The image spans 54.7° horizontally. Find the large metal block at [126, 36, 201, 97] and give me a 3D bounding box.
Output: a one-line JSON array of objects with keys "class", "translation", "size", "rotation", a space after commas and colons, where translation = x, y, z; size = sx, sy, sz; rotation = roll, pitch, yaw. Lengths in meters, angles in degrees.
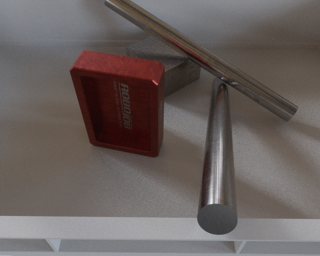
[{"class": "large metal block", "translation": [0.006, -0.099, 0.472], "size": [0.081, 0.050, 0.080], "rotation": [-32, 57, -24]}]

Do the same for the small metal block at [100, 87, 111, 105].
[{"class": "small metal block", "translation": [-0.065, -0.029, 0.413], "size": [0.050, 0.050, 0.025], "rotation": [6, 51, 5]}]

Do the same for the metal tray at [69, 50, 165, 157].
[{"class": "metal tray", "translation": [-0.043, -0.022, 0.355], "size": [0.090, 0.129, 0.030], "rotation": [10, 51, 8]}]

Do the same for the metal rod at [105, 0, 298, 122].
[{"class": "metal rod", "translation": [0.053, -0.102, 0.429], "size": [0.301, 0.025, 0.025], "rotation": [34, 56, 5]}]

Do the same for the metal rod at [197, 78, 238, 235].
[{"class": "metal rod", "translation": [0.063, -0.004, 0.329], "size": [0.025, 0.025, 0.301], "rotation": [9, 26, 7]}]
